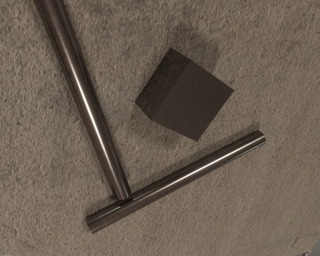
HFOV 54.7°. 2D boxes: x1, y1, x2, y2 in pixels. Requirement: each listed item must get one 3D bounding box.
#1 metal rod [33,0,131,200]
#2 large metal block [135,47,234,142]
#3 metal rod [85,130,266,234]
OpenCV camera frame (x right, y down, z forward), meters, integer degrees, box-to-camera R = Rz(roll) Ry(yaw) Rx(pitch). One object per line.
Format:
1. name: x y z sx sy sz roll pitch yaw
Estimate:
1. metal rod: -0.080 -0.026 0.347 0.025 0.025 0.298 -24 127 -14
2. large metal block: 0.030 -0.040 0.384 0.080 0.050 0.080 25 105 -37
3. metal rod: 0.033 0.077 0.474 0.302 0.025 0.025 -25 128 -14
